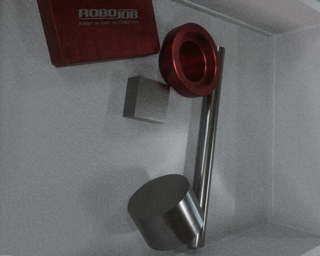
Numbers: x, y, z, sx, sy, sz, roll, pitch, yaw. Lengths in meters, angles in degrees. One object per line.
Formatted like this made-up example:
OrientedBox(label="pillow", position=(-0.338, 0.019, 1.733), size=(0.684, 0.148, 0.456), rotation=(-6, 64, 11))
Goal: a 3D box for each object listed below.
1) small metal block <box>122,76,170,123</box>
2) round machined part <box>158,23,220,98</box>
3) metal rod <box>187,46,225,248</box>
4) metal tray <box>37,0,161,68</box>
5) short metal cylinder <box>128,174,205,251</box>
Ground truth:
OrientedBox(label="small metal block", position=(-0.017, -0.034, 0.395), size=(0.050, 0.025, 0.050), rotation=(12, 83, -40))
OrientedBox(label="round machined part", position=(0.037, -0.089, 0.425), size=(0.099, 0.042, 0.097), rotation=(5, 83, -43))
OrientedBox(label="metal rod", position=(0.071, 0.024, 0.468), size=(0.025, 0.025, 0.298), rotation=(12, 82, -40))
OrientedBox(label="metal tray", position=(-0.064, -0.122, 0.351), size=(0.131, 0.030, 0.089), rotation=(-18, 102, -39))
OrientedBox(label="short metal cylinder", position=(0.008, 0.101, 0.380), size=(0.080, 0.080, 0.050), rotation=(-39, 114, -33))
